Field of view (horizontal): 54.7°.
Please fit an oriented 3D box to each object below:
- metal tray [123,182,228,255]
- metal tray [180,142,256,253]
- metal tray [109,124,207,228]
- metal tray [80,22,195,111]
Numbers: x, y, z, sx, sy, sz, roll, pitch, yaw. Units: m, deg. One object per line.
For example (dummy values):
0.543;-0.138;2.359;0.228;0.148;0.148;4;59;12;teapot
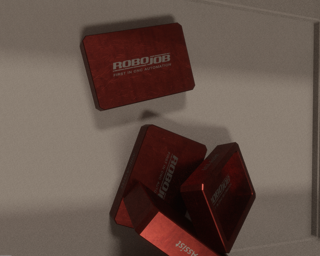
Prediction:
0.023;0.121;0.351;0.130;0.090;0.030;41;86;-16;metal tray
0.081;0.084;0.400;0.131;0.030;0.090;-35;106;-53;metal tray
-0.001;0.070;0.409;0.091;0.030;0.129;22;83;-19;metal tray
-0.027;-0.079;0.399;0.131;0.030;0.089;-15;95;-20;metal tray
